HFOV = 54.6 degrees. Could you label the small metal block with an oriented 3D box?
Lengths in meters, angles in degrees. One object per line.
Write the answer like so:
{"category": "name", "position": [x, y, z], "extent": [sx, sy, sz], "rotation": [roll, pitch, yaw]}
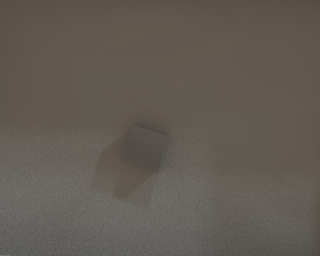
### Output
{"category": "small metal block", "position": [-0.020, 0.027, 0.411], "extent": [0.050, 0.025, 0.050], "rotation": [18, 90, 0]}
